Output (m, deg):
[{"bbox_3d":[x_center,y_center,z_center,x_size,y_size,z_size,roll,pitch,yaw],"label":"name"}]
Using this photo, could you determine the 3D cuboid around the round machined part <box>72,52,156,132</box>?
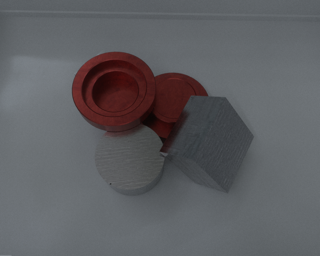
[{"bbox_3d":[-0.054,-0.041,0.382,0.099,0.042,0.098,0,70,-1],"label":"round machined part"}]

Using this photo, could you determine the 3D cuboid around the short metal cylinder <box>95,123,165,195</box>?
[{"bbox_3d":[-0.035,0.039,0.380,0.081,0.050,0.080,0,70,0],"label":"short metal cylinder"}]

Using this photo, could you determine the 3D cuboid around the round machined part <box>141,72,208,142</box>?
[{"bbox_3d":[0.018,-0.031,0.409,0.099,0.042,0.098,0,70,-1],"label":"round machined part"}]

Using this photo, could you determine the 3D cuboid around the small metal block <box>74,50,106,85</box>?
[{"bbox_3d":[-0.082,-0.069,0.418,0.025,0.050,0.050,42,76,13],"label":"small metal block"}]

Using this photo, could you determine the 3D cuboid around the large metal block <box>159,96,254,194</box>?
[{"bbox_3d":[0.058,0.019,0.365,0.050,0.080,0.080,9,63,47],"label":"large metal block"}]
